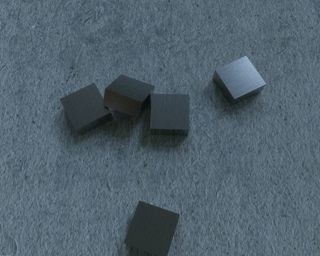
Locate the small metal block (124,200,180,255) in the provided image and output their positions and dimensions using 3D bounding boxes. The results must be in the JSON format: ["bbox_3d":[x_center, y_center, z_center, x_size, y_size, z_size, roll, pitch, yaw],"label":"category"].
[{"bbox_3d":[-0.009,0.119,0.364,0.050,0.025,0.050,18,71,6],"label":"small metal block"}]

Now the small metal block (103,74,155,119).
[{"bbox_3d":[-0.040,-0.043,0.410,0.050,0.025,0.050,20,35,7],"label":"small metal block"}]

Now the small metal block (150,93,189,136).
[{"bbox_3d":[0.013,-0.018,0.414,0.050,0.025,0.050,2,70,0],"label":"small metal block"}]

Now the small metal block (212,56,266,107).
[{"bbox_3d":[0.110,-0.065,0.433,0.050,0.025,0.050,-26,72,-9],"label":"small metal block"}]

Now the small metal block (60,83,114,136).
[{"bbox_3d":[-0.098,-0.025,0.416,0.050,0.025,0.050,-28,73,-10],"label":"small metal block"}]
